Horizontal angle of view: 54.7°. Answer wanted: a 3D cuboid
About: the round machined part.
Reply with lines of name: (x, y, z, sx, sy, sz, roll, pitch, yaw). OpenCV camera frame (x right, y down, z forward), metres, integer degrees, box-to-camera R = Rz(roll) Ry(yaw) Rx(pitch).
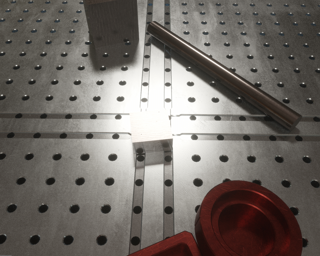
round machined part: (0.082, 0.104, 0.304, 0.099, 0.042, 0.098, 6, 47, -6)

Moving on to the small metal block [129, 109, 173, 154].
small metal block: (-0.012, 0.004, 0.404, 0.050, 0.025, 0.050, -6, 50, -5)

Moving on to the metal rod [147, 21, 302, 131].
metal rod: (0.084, -0.094, 0.487, 0.025, 0.025, 0.300, -33, 58, -25)

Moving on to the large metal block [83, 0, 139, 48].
large metal block: (-0.084, -0.193, 0.533, 0.081, 0.080, 0.050, -15, 52, -13)

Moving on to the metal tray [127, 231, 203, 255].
metal tray: (0.013, 0.167, 0.264, 0.091, 0.030, 0.130, -18, 53, -15)
